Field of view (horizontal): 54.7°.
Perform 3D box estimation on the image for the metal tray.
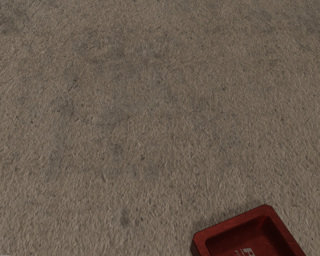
[{"bbox_3d":[0.095,0.144,0.279,0.091,0.030,0.130,-17,52,-15],"label":"metal tray"}]
